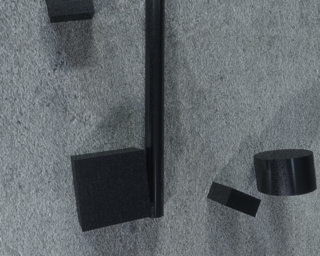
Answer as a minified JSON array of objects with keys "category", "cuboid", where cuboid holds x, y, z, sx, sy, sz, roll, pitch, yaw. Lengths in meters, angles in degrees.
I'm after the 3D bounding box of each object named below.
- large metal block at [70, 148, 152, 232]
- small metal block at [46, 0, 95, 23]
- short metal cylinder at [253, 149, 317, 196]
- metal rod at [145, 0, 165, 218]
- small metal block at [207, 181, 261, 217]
[{"category":"large metal block","cuboid":[-0.060,0.070,0.374,0.081,0.050,0.079,-7,93,-20]},{"category":"small metal block","cuboid":[-0.110,-0.156,0.369,0.050,0.025,0.050,-14,95,-20]},{"category":"short metal cylinder","cuboid":[0.180,0.062,0.448,0.081,0.080,0.050,-9,93,-20]},{"category":"metal rod","cuboid":[-0.007,-0.034,0.407,0.025,0.025,0.298,0,90,-20]},{"category":"small metal block","cuboid":[0.103,0.100,0.436,0.050,0.050,0.025,25,82,-19]}]
